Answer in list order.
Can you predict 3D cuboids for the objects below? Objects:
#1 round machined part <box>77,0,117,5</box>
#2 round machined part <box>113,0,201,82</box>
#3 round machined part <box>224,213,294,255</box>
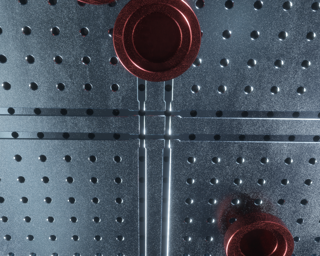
[{"bbox_3d":[-0.073,-0.186,0.335,0.099,0.042,0.097,0,110,-1],"label":"round machined part"},{"bbox_3d":[-0.003,-0.107,0.365,0.099,0.042,0.097,0,110,-1],"label":"round machined part"},{"bbox_3d":[0.145,0.169,0.469,0.099,0.042,0.097,0,110,-1],"label":"round machined part"}]
